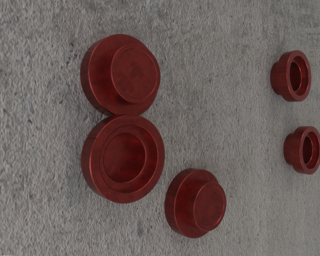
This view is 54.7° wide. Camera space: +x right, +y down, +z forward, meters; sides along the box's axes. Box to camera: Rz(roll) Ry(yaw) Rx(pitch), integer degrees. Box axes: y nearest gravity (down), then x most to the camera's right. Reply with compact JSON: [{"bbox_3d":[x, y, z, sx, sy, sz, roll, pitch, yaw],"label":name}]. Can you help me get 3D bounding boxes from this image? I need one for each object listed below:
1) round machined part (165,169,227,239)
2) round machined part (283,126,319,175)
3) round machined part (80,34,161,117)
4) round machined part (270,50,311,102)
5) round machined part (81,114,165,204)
[{"bbox_3d":[0.057,0.108,0.442,0.099,0.042,0.097,0,90,-40],"label":"round machined part"},{"bbox_3d":[0.291,0.045,0.637,0.099,0.042,0.097,0,90,-40],"label":"round machined part"},{"bbox_3d":[-0.038,-0.061,0.361,0.099,0.042,0.097,0,90,-40],"label":"round machined part"},{"bbox_3d":[0.252,-0.099,0.604,0.099,0.042,0.097,0,90,-40],"label":"round machined part"},{"bbox_3d":[-0.045,0.033,0.354,0.099,0.042,0.097,-3,94,-40],"label":"round machined part"}]
